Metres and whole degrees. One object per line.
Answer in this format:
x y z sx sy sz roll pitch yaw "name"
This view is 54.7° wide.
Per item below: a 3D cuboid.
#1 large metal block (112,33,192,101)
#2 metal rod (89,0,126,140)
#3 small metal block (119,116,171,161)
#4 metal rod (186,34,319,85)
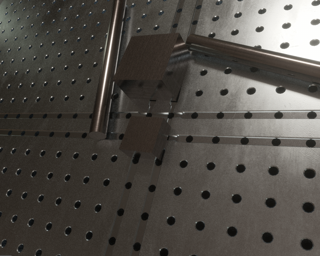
-0.010 -0.088 0.450 0.080 0.050 0.080 5 64 30 "large metal block"
-0.083 -0.118 0.522 0.025 0.025 0.299 -11 57 22 "metal rod"
-0.019 0.013 0.409 0.050 0.025 0.050 4 64 29 "small metal block"
0.155 -0.075 0.372 0.300 0.025 0.025 26 76 36 "metal rod"
